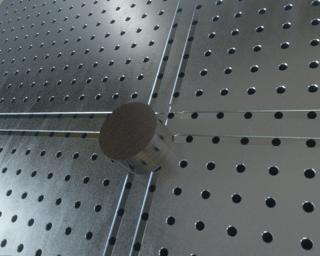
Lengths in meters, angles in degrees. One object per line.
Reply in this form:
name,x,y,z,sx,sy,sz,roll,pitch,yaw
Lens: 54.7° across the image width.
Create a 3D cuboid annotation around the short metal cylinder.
short metal cylinder,-0.030,0.014,0.398,0.080,0.050,0.080,-13,56,20
